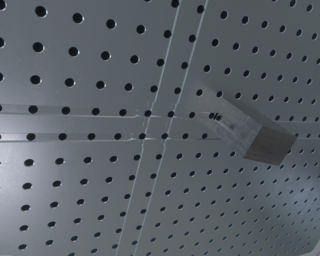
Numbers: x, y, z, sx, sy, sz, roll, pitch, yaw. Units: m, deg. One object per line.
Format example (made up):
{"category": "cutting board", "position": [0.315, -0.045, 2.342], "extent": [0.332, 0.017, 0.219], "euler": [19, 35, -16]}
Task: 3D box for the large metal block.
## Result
{"category": "large metal block", "position": [0.135, 0.007, 0.453], "extent": [0.081, 0.080, 0.050], "euler": [14, 111, -34]}
